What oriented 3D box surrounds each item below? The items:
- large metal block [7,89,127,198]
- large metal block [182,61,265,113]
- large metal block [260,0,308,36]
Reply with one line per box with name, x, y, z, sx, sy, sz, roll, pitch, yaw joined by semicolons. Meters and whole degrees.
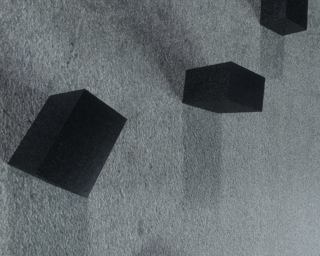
large metal block;-0.089;0.013;0.294;0.050;0.080;0.080;38;67;-34
large metal block;0.091;-0.054;0.445;0.081;0.080;0.050;12;83;-40
large metal block;0.236;-0.229;0.585;0.081;0.050;0.080;6;86;-40
